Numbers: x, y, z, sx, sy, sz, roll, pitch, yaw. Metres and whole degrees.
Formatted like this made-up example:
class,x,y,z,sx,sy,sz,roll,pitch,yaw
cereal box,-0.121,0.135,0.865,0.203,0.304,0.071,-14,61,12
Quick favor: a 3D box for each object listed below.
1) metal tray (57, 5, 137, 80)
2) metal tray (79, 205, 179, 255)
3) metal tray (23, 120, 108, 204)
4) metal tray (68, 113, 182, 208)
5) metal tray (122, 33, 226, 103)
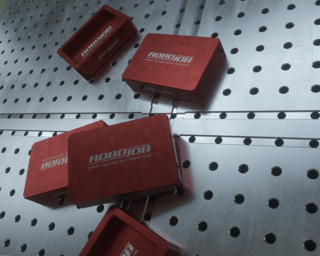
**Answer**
class,x,y,z,sx,sy,sz,roll,pitch,yaw
metal tray,-0.116,-0.159,0.564,0.130,0.030,0.090,-46,51,-4
metal tray,-0.051,0.161,0.333,0.090,0.030,0.130,23,74,36
metal tray,-0.128,0.049,0.444,0.130,0.030,0.090,-17,55,18
metal tray,-0.045,0.040,0.380,0.130,0.030,0.090,-13,63,6
metal tray,0.018,-0.091,0.453,0.130,0.030,0.090,16,70,34
